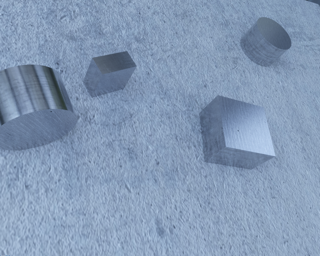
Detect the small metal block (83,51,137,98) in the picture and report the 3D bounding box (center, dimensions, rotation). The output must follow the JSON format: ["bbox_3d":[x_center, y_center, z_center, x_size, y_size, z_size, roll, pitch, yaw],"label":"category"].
[{"bbox_3d":[-0.065,-0.068,0.394,0.050,0.050,0.025,-22,74,-36],"label":"small metal block"}]

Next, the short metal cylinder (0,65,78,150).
[{"bbox_3d":[-0.130,-0.018,0.309,0.081,0.080,0.050,-13,69,-34],"label":"short metal cylinder"}]

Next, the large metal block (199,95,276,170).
[{"bbox_3d":[0.107,0.008,0.440,0.081,0.050,0.080,12,57,-22],"label":"large metal block"}]

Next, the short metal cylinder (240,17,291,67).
[{"bbox_3d":[0.204,-0.166,0.599,0.081,0.050,0.080,14,56,-21],"label":"short metal cylinder"}]
